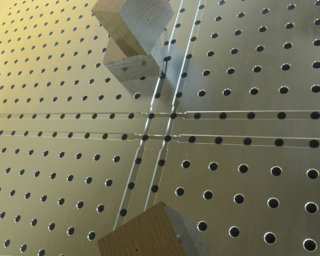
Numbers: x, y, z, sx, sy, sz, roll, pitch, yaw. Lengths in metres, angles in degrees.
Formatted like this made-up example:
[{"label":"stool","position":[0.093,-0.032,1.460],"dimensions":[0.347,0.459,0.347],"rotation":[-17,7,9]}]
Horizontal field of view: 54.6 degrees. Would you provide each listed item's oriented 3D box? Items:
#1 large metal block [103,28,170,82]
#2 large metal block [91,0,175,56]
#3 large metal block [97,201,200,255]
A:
[{"label":"large metal block","position":[-0.035,-0.125,0.489],"dimensions":[0.080,0.050,0.080],"rotation":[-6,59,25]},{"label":"large metal block","position":[-0.034,-0.159,0.425],"dimensions":[0.050,0.080,0.080],"rotation":[18,71,35]},{"label":"large metal block","position":[-0.007,0.135,0.314],"dimensions":[0.080,0.050,0.080],"rotation":[-33,51,6]}]
